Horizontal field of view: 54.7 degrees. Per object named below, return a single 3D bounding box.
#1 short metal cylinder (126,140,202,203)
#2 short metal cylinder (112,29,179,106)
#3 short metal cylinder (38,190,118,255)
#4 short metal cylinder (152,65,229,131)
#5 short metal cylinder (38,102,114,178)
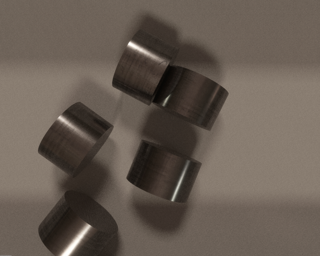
[{"bbox_3d":[0.005,0.052,0.384,0.080,0.080,0.050,22,90,-1],"label":"short metal cylinder"},{"bbox_3d":[-0.017,-0.074,0.383,0.050,0.080,0.080,28,90,0],"label":"short metal cylinder"},{"bbox_3d":[-0.100,0.122,0.383,0.080,0.080,0.050,38,90,-1],"label":"short metal cylinder"},{"bbox_3d":[0.037,-0.036,0.384,0.080,0.080,0.050,26,90,-1],"label":"short metal cylinder"},{"bbox_3d":[-0.102,0.015,0.383,0.050,0.080,0.080,36,90,-1],"label":"short metal cylinder"}]
